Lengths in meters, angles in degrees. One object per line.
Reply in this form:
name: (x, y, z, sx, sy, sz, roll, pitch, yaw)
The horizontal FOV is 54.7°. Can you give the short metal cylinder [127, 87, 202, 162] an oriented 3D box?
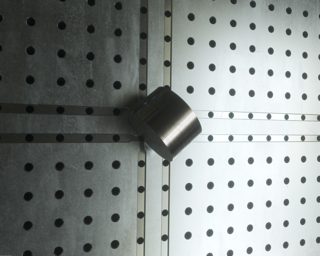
short metal cylinder: (0.005, -0.005, 0.386, 0.050, 0.080, 0.080, -42, 104, -15)
